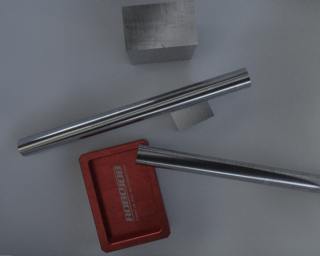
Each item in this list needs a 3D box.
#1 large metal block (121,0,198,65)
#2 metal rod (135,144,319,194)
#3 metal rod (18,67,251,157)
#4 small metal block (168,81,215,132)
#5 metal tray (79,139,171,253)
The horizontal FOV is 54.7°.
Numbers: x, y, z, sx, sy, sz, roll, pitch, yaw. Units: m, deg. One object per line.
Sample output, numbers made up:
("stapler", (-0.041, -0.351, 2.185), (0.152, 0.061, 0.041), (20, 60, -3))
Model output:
("large metal block", (0.000, -0.114, 0.384), (0.081, 0.080, 0.050), (-6, 90, -1))
("metal rod", (0.119, 0.058, 0.397), (0.302, 0.025, 0.025), (10, 90, -7))
("metal rod", (-0.037, -0.017, 0.392), (0.301, 0.025, 0.025), (-17, 90, 7))
("small metal block", (0.037, -0.028, 0.412), (0.050, 0.025, 0.050), (-25, 90, -1))
("metal tray", (-0.045, 0.087, 0.408), (0.091, 0.030, 0.129), (-14, 90, -1))
